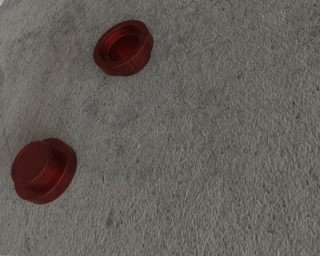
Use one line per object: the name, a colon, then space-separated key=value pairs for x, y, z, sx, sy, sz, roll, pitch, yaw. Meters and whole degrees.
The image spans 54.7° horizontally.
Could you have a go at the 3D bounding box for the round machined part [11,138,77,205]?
round machined part: x=-0.174 y=0.057 z=0.449 sx=0.098 sy=0.042 sz=0.098 roll=-13 pitch=56 yaw=21

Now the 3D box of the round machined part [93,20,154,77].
round machined part: x=-0.054 y=-0.122 z=0.496 sx=0.098 sy=0.042 sz=0.098 roll=-13 pitch=56 yaw=21
